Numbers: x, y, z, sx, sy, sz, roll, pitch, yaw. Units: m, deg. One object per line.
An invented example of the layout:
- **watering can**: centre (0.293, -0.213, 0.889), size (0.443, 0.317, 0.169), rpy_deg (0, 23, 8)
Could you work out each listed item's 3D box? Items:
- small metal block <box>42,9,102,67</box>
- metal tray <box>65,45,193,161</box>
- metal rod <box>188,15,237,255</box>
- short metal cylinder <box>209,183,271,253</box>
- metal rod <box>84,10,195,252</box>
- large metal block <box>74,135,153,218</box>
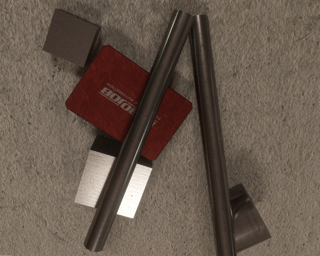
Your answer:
- **small metal block**: centre (-0.104, -0.107, 0.369), size (0.050, 0.025, 0.050), rpy_deg (22, 108, -9)
- **metal tray**: centre (-0.037, -0.030, 0.388), size (0.130, 0.030, 0.090), rpy_deg (34, 96, -12)
- **metal rod**: centre (0.063, 0.018, 0.373), size (0.025, 0.025, 0.298), rpy_deg (-7, 93, 2)
- **short metal cylinder**: centre (0.110, 0.123, 0.428), size (0.050, 0.080, 0.080), rpy_deg (-29, 108, 10)
- **metal rod**: centre (-0.028, 0.010, 0.366), size (0.025, 0.025, 0.298), rpy_deg (21, 98, -8)
- **large metal block**: centre (-0.061, 0.065, 0.420), size (0.080, 0.050, 0.079), rpy_deg (18, 109, -7)
